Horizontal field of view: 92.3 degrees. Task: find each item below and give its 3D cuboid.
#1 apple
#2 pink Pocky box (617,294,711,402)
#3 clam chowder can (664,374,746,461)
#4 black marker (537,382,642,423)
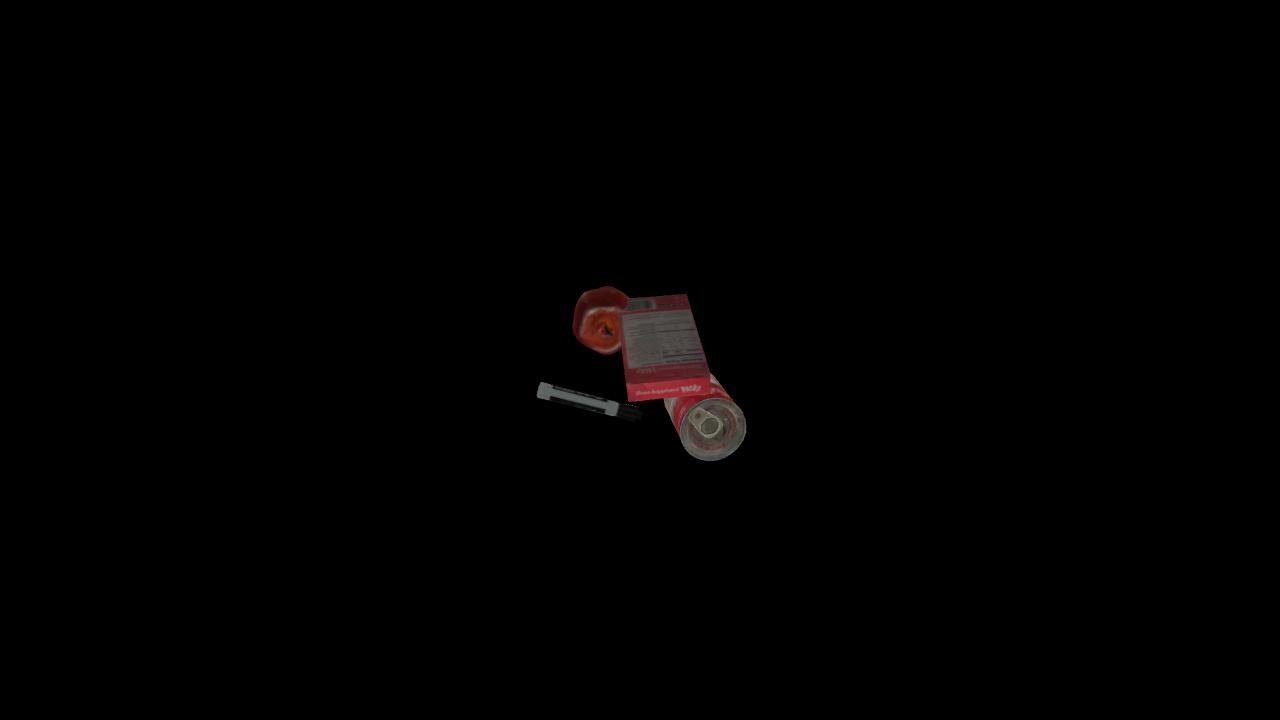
[{"bbox_3d":[-0.042,-0.048,0.727,0.079,0.079,0.093,0,25,-7],"label":"apple"},{"bbox_3d":[0.021,-0.017,0.658,0.084,0.029,0.155,-6,38,-3],"label":"pink Pocky box"},{"bbox_3d":[0.065,0.054,0.650,0.068,0.068,0.102,0,17,-9],"label":"clam chowder can"},{"bbox_3d":[-0.056,0.049,0.699,0.121,0.020,0.020,15,-1,-2],"label":"black marker"}]
